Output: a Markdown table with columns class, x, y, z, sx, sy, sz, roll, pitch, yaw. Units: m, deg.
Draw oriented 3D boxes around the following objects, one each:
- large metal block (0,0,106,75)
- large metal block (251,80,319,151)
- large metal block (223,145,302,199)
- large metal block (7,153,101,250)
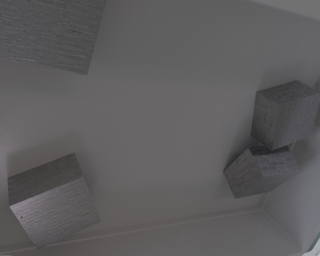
| class | x | y | z | sx | sy | sz | roll | pitch | yaw |
| --- | --- | --- | --- | --- | --- | --- | --- | --- | --- |
| large metal block | -0.100 | -0.100 | 0.276 | 0.081 | 0.050 | 0.079 | 6 | 115 | -31 |
| large metal block | 0.195 | -0.021 | 0.486 | 0.081 | 0.050 | 0.079 | -17 | 125 | -19 |
| large metal block | 0.165 | 0.070 | 0.506 | 0.081 | 0.050 | 0.080 | -4 | 147 | -27 |
| large metal block | -0.127 | 0.088 | 0.378 | 0.081 | 0.050 | 0.080 | -21 | 127 | -16 |
